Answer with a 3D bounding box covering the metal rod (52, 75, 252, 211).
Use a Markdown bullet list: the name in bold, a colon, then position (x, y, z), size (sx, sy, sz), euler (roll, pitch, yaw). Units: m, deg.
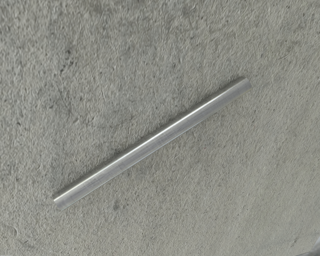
- **metal rod**: position (-0.005, 0.016, 0.418), size (0.301, 0.025, 0.025), euler (-32, 129, -8)
